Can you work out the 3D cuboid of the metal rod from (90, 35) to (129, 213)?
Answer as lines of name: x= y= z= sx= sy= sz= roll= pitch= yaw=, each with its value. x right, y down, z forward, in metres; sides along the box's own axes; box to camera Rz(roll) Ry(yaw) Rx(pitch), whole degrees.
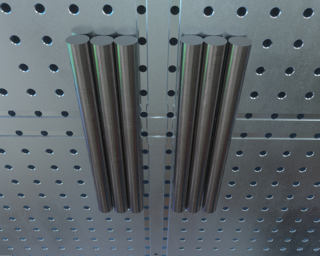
metal rod: x=-0.064 y=0.020 z=0.427 sx=0.025 sy=0.025 sz=0.298 roll=0 pitch=130 yaw=-1

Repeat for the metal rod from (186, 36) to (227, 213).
metal rod: x=0.058 y=0.020 z=0.428 sx=0.025 sy=0.025 sz=0.298 roll=0 pitch=130 yaw=-1

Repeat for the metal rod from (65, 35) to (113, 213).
metal rod: x=-0.089 y=0.019 z=0.426 sx=0.025 sy=0.025 sz=0.298 roll=0 pitch=130 yaw=-1

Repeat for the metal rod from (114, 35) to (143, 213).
metal rod: x=-0.038 y=0.020 z=0.427 sx=0.025 sy=0.025 sz=0.298 roll=0 pitch=130 yaw=-1

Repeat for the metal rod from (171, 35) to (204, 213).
metal rod: x=0.033 y=0.019 z=0.427 sx=0.025 sy=0.025 sz=0.298 roll=0 pitch=130 yaw=-1

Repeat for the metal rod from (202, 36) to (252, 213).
metal rod: x=0.084 y=0.020 z=0.429 sx=0.025 sy=0.025 sz=0.298 roll=0 pitch=130 yaw=-1
